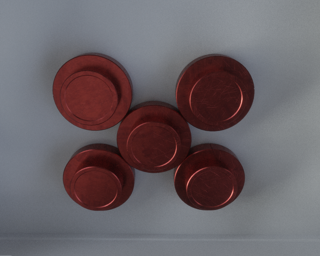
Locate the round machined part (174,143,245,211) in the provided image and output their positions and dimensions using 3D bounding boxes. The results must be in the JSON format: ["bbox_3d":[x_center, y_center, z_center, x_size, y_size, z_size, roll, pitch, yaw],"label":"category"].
[{"bbox_3d":[0.069,0.074,0.429,0.099,0.042,0.097,0,110,-1],"label":"round machined part"}]

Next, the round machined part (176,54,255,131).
[{"bbox_3d":[0.069,-0.041,0.387,0.099,0.042,0.097,0,110,-1],"label":"round machined part"}]

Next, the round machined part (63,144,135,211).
[{"bbox_3d":[-0.085,0.074,0.427,0.099,0.042,0.097,0,110,-1],"label":"round machined part"}]

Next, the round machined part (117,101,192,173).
[{"bbox_3d":[-0.008,0.017,0.406,0.099,0.042,0.097,0,110,-1],"label":"round machined part"}]

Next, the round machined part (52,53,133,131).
[{"bbox_3d":[-0.084,-0.042,0.384,0.099,0.042,0.097,0,110,-1],"label":"round machined part"}]
